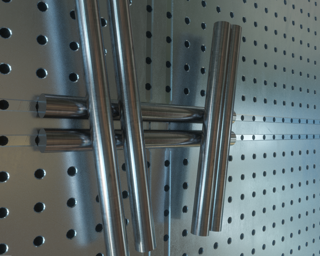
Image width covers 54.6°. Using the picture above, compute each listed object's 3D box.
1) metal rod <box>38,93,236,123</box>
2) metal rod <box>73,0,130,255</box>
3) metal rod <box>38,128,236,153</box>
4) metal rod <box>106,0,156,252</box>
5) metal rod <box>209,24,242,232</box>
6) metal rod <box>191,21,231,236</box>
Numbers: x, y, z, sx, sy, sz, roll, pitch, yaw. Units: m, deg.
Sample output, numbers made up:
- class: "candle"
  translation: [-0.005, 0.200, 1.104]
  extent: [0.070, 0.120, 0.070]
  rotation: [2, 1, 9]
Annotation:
- class: "metal rod"
  translation: [-0.002, -0.020, 0.407]
  extent: [0.302, 0.025, 0.025]
  rotation: [1, 90, -40]
- class: "metal rod"
  translation: [-0.061, -0.006, 0.325]
  extent: [0.025, 0.025, 0.298]
  rotation: [-11, 97, -39]
- class: "metal rod"
  translation: [-0.002, 0.015, 0.407]
  extent: [0.302, 0.025, 0.025]
  rotation: [1, 90, -40]
- class: "metal rod"
  translation: [-0.032, -0.008, 0.349]
  extent: [0.025, 0.025, 0.298]
  rotation: [-10, 97, -39]
- class: "metal rod"
  translation: [0.093, -0.004, 0.454]
  extent: [0.025, 0.025, 0.299]
  rotation: [12, 83, -39]
- class: "metal rod"
  translation: [0.073, -0.003, 0.437]
  extent: [0.025, 0.025, 0.299]
  rotation: [12, 83, -39]
